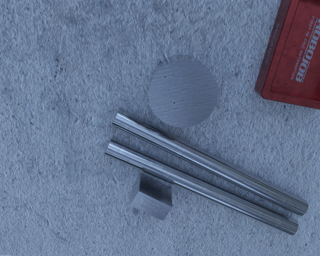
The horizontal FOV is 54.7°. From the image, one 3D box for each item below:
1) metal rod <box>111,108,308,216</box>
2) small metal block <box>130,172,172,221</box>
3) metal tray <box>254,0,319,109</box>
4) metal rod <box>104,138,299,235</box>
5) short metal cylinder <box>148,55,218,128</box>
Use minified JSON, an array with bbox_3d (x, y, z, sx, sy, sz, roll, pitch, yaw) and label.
[{"bbox_3d":[0.075,0.051,0.429,0.301,0.025,0.025,26,108,-10],"label":"metal rod"},{"bbox_3d":[-0.012,0.095,0.431,0.050,0.050,0.025,28,108,-10],"label":"small metal block"},{"bbox_3d":[0.179,-0.093,0.374,0.091,0.030,0.129,10,110,-4],"label":"metal tray"},{"bbox_3d":[0.065,0.087,0.442,0.301,0.025,0.025,25,108,-9],"label":"metal rod"},{"bbox_3d":[0.027,-0.046,0.379,0.081,0.050,0.079,0,110,0],"label":"short metal cylinder"}]
